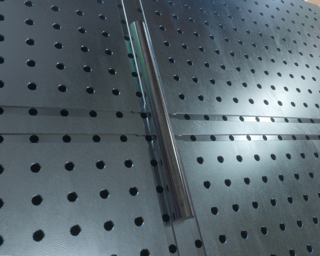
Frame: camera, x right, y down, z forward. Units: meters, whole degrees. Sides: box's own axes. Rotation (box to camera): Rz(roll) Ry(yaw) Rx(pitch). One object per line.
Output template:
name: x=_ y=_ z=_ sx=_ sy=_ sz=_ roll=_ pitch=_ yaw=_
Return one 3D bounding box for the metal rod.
metal rod: x=-0.003 y=-0.027 z=0.422 sx=0.025 sy=0.025 sz=0.299 roll=1 pitch=62 yaw=-28
